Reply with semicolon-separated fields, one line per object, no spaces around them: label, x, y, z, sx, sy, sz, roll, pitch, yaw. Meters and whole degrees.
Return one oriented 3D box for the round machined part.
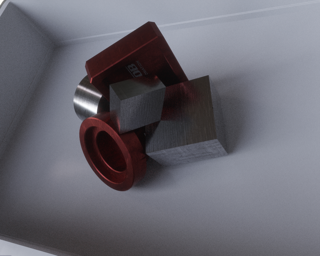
round machined part;-0.051;0.025;0.379;0.098;0.097;0.042;22;38;36

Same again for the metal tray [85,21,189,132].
metal tray;-0.015;-0.053;0.375;0.090;0.130;0.030;-31;53;8

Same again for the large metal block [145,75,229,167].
large metal block;0.030;-0.006;0.365;0.080;0.050;0.080;-13;61;20

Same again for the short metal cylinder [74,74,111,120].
short metal cylinder;-0.069;-0.035;0.424;0.050;0.080;0.080;25;75;36

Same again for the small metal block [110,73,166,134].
small metal block;-0.025;-0.026;0.328;0.050;0.050;0.025;-20;55;-24
